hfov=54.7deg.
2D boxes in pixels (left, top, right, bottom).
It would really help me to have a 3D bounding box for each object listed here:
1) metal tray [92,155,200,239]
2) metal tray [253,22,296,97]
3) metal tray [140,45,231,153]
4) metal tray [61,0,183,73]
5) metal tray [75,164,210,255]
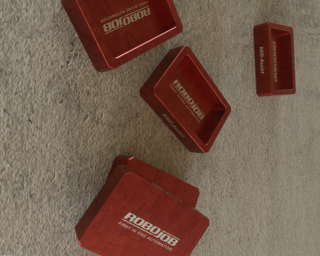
[{"bbox_3d":[-0.013,0.099,0.391,0.131,0.030,0.090,31,71,-36],"label":"metal tray"},{"bbox_3d":[0.217,-0.126,0.582,0.091,0.030,0.129,-7,95,-40],"label":"metal tray"},{"bbox_3d":[0.041,-0.037,0.435,0.130,0.030,0.090,48,62,-29],"label":"metal tray"},{"bbox_3d":[-0.038,-0.134,0.369,0.131,0.030,0.090,-38,113,-33],"label":"metal tray"},{"bbox_3d":[-0.016,0.111,0.352,0.130,0.030,0.090,36,84,-25],"label":"metal tray"}]
